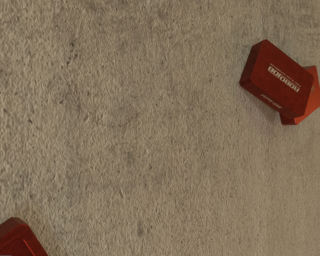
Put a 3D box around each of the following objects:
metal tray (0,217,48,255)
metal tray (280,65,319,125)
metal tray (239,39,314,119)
[{"bbox_3d":[-0.137,0.162,0.286,0.091,0.030,0.129,-36,112,-34],"label":"metal tray"},{"bbox_3d":[0.290,-0.070,0.644,0.131,0.030,0.089,-28,107,-37],"label":"metal tray"},{"bbox_3d":[0.212,-0.085,0.555,0.131,0.030,0.090,30,71,-19],"label":"metal tray"}]
